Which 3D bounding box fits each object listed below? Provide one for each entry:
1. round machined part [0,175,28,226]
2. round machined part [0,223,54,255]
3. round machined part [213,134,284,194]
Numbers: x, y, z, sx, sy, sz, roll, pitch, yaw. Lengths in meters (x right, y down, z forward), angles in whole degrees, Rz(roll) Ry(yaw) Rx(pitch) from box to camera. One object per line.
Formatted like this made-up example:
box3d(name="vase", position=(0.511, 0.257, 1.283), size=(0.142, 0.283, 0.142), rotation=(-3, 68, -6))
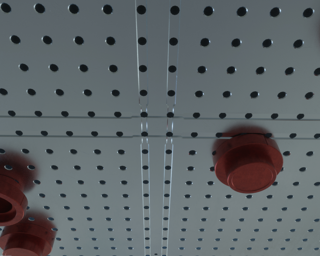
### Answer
box3d(name="round machined part", position=(-0.260, 0.111, 0.493), size=(0.099, 0.042, 0.097), rotation=(0, 130, 0))
box3d(name="round machined part", position=(-0.257, 0.226, 0.591), size=(0.099, 0.042, 0.097), rotation=(0, 130, 0))
box3d(name="round machined part", position=(0.129, 0.058, 0.451), size=(0.099, 0.042, 0.097), rotation=(0, 130, 0))
